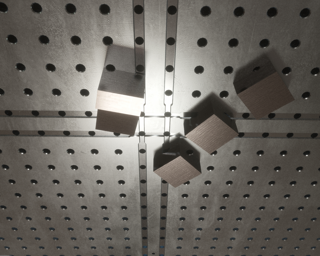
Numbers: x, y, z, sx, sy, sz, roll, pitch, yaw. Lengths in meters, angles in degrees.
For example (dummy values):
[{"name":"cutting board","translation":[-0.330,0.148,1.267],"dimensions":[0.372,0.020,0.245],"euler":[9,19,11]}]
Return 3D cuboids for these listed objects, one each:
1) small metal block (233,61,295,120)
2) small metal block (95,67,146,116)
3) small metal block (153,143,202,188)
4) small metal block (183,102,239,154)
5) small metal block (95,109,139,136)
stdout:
[{"name":"small metal block","translation":[0.126,-0.044,0.376],"dimensions":[0.050,0.025,0.050],"euler":[-32,124,23]},{"name":"small metal block","translation":[-0.045,-0.043,0.358],"dimensions":[0.050,0.050,0.025],"euler":[10,129,-9]},{"name":"small metal block","translation":[0.026,0.057,0.461],"dimensions":[0.050,0.025,0.050],"euler":[-33,123,25]},{"name":"small metal block","translation":[0.068,0.001,0.414],"dimensions":[0.050,0.025,0.050],"euler":[35,121,-27]},{"name":"small metal block","translation":[-0.052,-0.019,0.389],"dimensions":[0.050,0.025,0.050],"euler":[10,140,-9]}]
